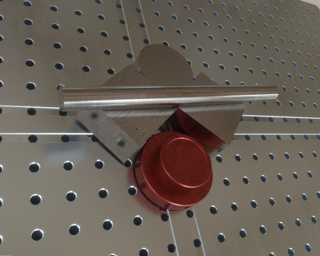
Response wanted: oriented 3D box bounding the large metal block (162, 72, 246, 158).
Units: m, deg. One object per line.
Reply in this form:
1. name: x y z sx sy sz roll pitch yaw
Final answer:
1. large metal block: 0.062 -0.017 0.428 0.080 0.050 0.080 36 52 -4

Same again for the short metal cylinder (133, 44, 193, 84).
1. short metal cylinder: -0.001 -0.068 0.428 0.081 0.050 0.080 14 56 -21

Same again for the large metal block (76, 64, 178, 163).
1. large metal block: -0.040 -0.019 0.377 0.080 0.050 0.080 44 51 0

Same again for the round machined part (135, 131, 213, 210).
1. round machined part: 0.023 0.046 0.376 0.099 0.042 0.098 14 56 -21

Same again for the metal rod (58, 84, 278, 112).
1. metal rod: 0.033 -0.040 0.379 0.303 0.025 0.025 -5 64 -30
